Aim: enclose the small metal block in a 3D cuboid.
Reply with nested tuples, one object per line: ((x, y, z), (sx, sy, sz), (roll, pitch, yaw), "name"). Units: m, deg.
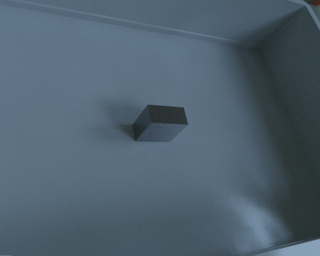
((-0.001, -0.004, 0.394), (0.050, 0.050, 0.025), (2, 61, -27), "small metal block")
